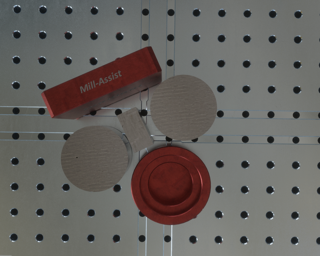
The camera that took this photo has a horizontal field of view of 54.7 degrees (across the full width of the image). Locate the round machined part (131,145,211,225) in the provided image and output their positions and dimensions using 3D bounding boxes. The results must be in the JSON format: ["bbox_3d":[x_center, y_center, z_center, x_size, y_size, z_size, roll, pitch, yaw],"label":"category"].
[{"bbox_3d":[0.014,0.071,0.401,0.099,0.042,0.097,0,90,0],"label":"round machined part"}]

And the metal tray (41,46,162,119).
[{"bbox_3d":[-0.063,-0.050,0.376,0.131,0.090,0.030,-23,90,0],"label":"metal tray"}]

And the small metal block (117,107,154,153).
[{"bbox_3d":[-0.030,0.002,0.396,0.025,0.050,0.050,-25,90,0],"label":"small metal block"}]

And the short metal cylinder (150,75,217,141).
[{"bbox_3d":[0.028,-0.025,0.397,0.081,0.050,0.079,0,90,0],"label":"short metal cylinder"}]

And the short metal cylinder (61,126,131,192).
[{"bbox_3d":[-0.079,0.037,0.396,0.081,0.050,0.079,0,90,0],"label":"short metal cylinder"}]
